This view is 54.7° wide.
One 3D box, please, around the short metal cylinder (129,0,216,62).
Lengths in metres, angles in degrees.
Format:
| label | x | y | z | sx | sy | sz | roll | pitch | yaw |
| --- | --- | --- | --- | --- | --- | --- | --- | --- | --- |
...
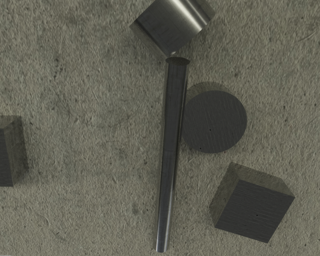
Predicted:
| label | x | y | z | sx | sy | sz | roll | pitch | yaw |
| --- | --- | --- | --- | --- | --- | --- | --- | --- | --- |
| short metal cylinder | 0.013 | -0.118 | 0.337 | 0.080 | 0.080 | 0.050 | -40 | 105 | 13 |

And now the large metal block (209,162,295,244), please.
| label | x | y | z | sx | sy | sz | roll | pitch | yaw |
| --- | --- | --- | --- | --- | --- | --- | --- | --- | --- |
| large metal block | 0.126 | 0.104 | 0.436 | 0.080 | 0.050 | 0.079 | 19 | 109 | -7 |

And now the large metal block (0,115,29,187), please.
| label | x | y | z | sx | sy | sz | roll | pitch | yaw |
| --- | --- | --- | --- | --- | --- | --- | --- | --- | --- |
| large metal block | -0.227 | 0.029 | 0.405 | 0.081 | 0.050 | 0.079 | 1 | 110 | -1 |

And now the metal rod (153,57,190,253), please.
| label | x | y | z | sx | sy | sz | roll | pitch | yaw |
| --- | --- | --- | --- | --- | --- | --- | --- | --- | --- |
| metal rod | 0.010 | 0.057 | 0.397 | 0.025 | 0.025 | 0.298 | 3 | 123 | -1 |

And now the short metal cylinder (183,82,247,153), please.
| label | x | y | z | sx | sy | sz | roll | pitch | yaw |
| --- | --- | --- | --- | --- | --- | --- | --- | --- | --- |
| short metal cylinder | 0.063 | -0.015 | 0.392 | 0.081 | 0.050 | 0.079 | 0 | 110 | 0 |
